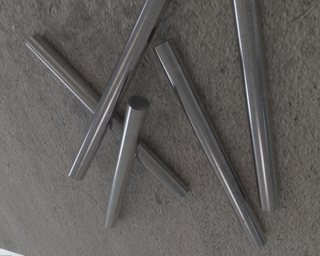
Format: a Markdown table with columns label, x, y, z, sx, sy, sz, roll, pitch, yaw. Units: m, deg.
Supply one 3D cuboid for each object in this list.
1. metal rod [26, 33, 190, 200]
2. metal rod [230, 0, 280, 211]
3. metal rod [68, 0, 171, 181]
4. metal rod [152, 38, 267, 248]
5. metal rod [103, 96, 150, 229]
| label | x | y | z | sx | sy | sz | roll | pitch | yaw |
| --- | --- | --- | --- | --- | --- | --- | --- | --- | --- |
| metal rod | -0.070 | -0.013 | 0.435 | 0.300 | 0.025 | 0.025 | 46 | 129 | -5 |
| metal rod | 0.103 | -0.034 | 0.331 | 0.025 | 0.025 | 0.298 | -1 | 118 | 29 |
| metal rod | -0.059 | -0.040 | 0.388 | 0.025 | 0.025 | 0.298 | 34 | 121 | 5 |
| metal rod | 0.070 | 0.031 | 0.389 | 0.025 | 0.025 | 0.299 | -16 | 110 | 34 |
| metal rod | -0.057 | 0.072 | 0.456 | 0.025 | 0.025 | 0.298 | 29 | 136 | 10 |
